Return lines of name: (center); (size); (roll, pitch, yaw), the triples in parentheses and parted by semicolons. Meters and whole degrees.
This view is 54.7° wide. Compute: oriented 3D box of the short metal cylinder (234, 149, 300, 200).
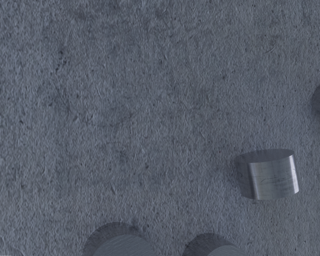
short metal cylinder: (0.150, 0.063, 0.435); (0.081, 0.080, 0.050); (-12, 94, -20)

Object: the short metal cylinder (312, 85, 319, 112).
short metal cylinder: (0.291, -0.046, 0.487); (0.050, 0.080, 0.080); (37, 78, -16)

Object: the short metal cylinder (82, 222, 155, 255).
short metal cylinder: (-0.051, 0.162, 0.377); (0.081, 0.050, 0.080); (0, 90, -20)

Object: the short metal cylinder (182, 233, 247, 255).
short metal cylinder: (0.076, 0.191, 0.424); (0.081, 0.050, 0.080); (0, 90, -20)
